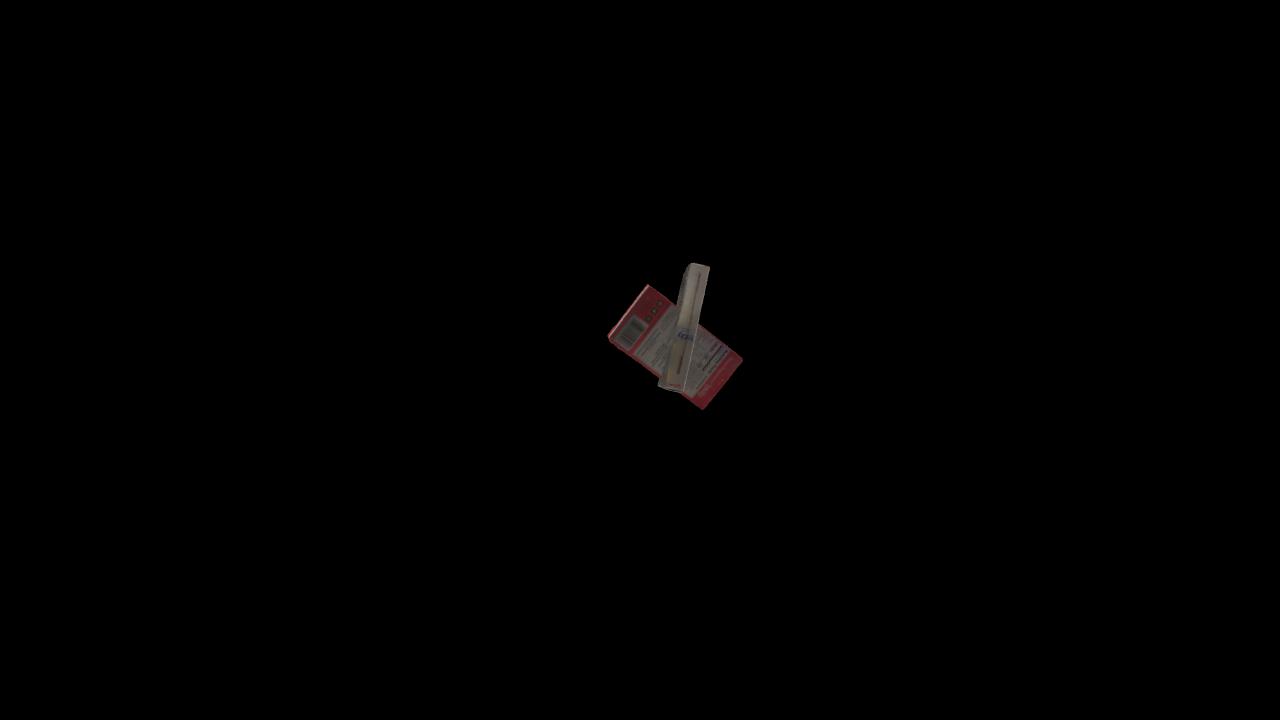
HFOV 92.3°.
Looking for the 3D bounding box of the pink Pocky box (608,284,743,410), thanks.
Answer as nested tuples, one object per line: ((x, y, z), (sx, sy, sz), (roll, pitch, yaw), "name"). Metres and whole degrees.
((0.044, -0.015, 0.766), (0.155, 0.084, 0.029), (36, 6, -14), "pink Pocky box")

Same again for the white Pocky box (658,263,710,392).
((0.053, -0.038, 0.761), (0.028, 0.154, 0.084), (13, -1, -3), "white Pocky box")
